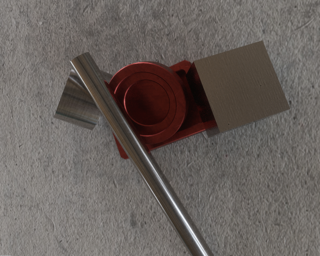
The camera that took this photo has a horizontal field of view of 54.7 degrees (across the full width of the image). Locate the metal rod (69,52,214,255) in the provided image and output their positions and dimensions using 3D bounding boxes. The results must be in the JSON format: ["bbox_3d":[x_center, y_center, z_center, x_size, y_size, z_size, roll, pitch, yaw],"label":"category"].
[{"bbox_3d":[-0.014,0.048,0.368,0.025,0.025,0.299,-29,98,17],"label":"metal rod"}]

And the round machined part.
[{"bbox_3d":[-0.013,-0.032,0.379,0.098,0.042,0.097,4,106,14],"label":"round machined part"}]

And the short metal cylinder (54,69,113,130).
[{"bbox_3d":[-0.101,-0.042,0.408,0.050,0.080,0.080,20,98,-18],"label":"short metal cylinder"}]

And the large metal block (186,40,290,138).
[{"bbox_3d":[0.084,-0.041,0.349,0.081,0.050,0.080,-18,83,-8],"label":"large metal block"}]

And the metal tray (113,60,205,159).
[{"bbox_3d":[-0.003,-0.021,0.408,0.130,0.030,0.090,-22,83,18],"label":"metal tray"}]
